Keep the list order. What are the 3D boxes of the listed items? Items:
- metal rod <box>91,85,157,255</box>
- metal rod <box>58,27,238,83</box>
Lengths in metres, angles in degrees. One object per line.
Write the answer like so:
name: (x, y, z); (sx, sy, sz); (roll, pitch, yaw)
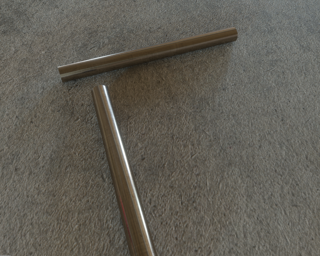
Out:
metal rod: (-0.042, 0.058, 0.354); (0.025, 0.025, 0.299); (-13, 51, -11)
metal rod: (-0.011, -0.123, 0.506); (0.302, 0.025, 0.025); (-17, 52, -14)
